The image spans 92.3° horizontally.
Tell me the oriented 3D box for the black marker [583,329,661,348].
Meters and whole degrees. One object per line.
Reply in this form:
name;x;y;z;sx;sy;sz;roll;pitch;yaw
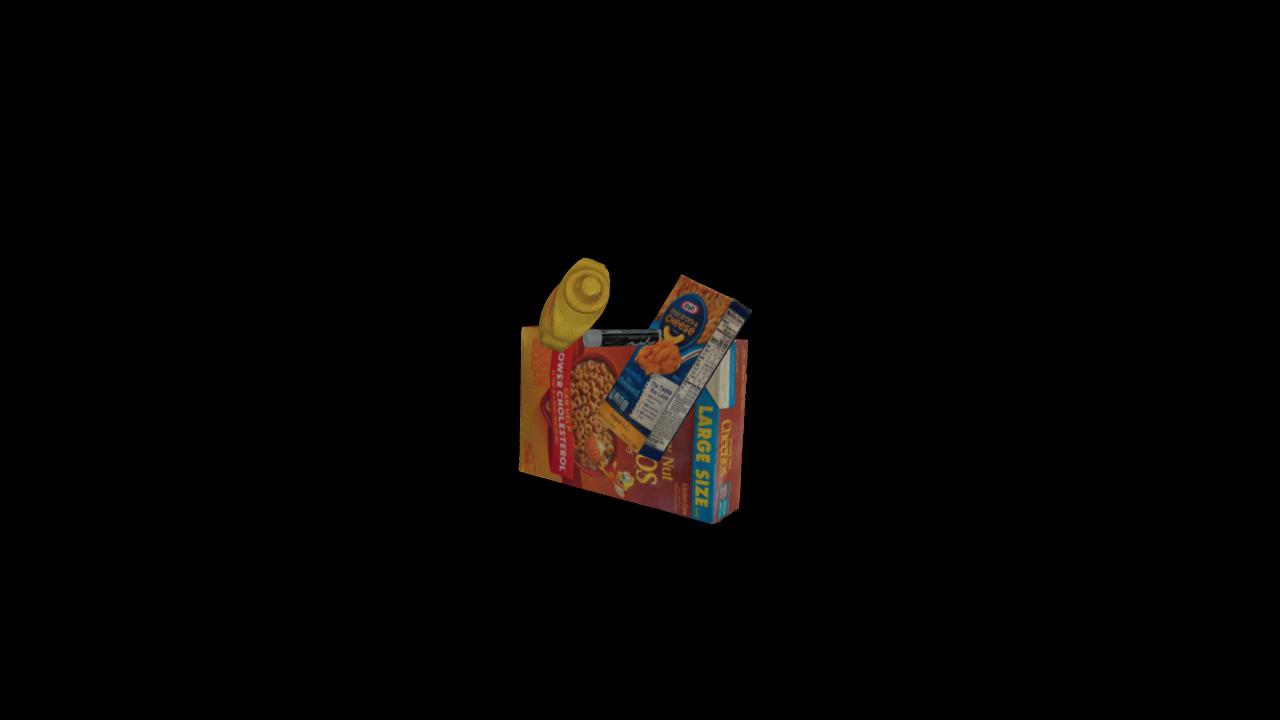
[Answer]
black marker;0.000;-0.024;0.651;0.121;0.020;0.020;-2;1;-22

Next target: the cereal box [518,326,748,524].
cereal box;-0.020;0.064;0.765;0.306;0.203;0.081;7;7;36

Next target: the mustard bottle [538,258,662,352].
mustard bottle;-0.065;-0.059;0.636;0.054;0.092;0.184;30;-11;-11

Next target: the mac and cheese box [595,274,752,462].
mac and cheese box;0.032;0.006;0.653;0.041;0.184;0.093;28;4;-39
